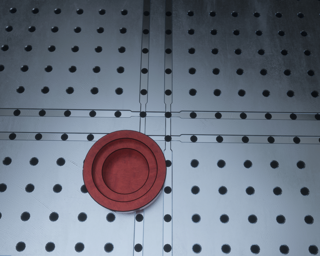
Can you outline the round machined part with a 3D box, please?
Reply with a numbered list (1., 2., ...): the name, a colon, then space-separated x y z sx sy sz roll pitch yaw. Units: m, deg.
1. round machined part: -0.042 0.055 0.382 0.099 0.042 0.098 0 70 -1
